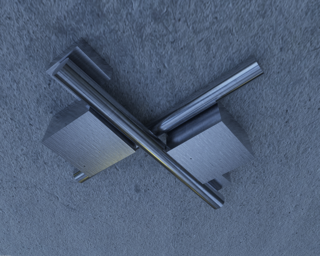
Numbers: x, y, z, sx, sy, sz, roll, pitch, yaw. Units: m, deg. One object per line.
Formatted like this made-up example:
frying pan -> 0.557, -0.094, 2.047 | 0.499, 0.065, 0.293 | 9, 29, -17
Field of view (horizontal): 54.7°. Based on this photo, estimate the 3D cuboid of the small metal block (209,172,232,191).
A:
small metal block -> 0.072, 0.074, 0.474 | 0.050, 0.025, 0.050 | -36, 122, 26

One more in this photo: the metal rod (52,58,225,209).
metal rod -> -0.008, 0.024, 0.396 | 0.025, 0.025, 0.300 | -32, 124, 24

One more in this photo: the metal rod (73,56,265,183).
metal rod -> -0.005, 0.000, 0.410 | 0.300, 0.025, 0.025 | -32, 124, 24

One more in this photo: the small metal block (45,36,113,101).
small metal block -> -0.090, -0.066, 0.352 | 0.050, 0.025, 0.050 | -30, 124, 23

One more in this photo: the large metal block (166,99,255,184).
large metal block -> 0.065, 0.019, 0.409 | 0.080, 0.050, 0.080 | -32, 124, 24

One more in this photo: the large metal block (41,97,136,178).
large metal block -> -0.086, 0.007, 0.395 | 0.080, 0.050, 0.080 | -30, 124, 23
